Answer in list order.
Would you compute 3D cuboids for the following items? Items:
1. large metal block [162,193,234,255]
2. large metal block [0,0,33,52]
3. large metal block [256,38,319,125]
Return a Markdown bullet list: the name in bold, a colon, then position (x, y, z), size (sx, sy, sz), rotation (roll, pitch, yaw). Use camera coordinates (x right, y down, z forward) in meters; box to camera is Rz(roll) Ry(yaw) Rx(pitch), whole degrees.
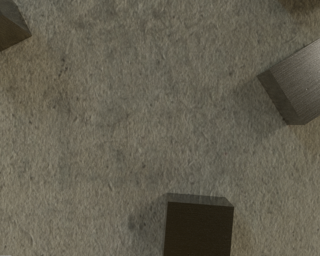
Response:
- **large metal block**: position (0.046, 0.131, 0.398), size (0.081, 0.050, 0.079), rotation (5, 90, -1)
- **large metal block**: position (-0.220, -0.129, 0.379), size (0.080, 0.080, 0.050), rotation (-27, 90, 0)
- **large metal block**: position (0.188, -0.059, 0.400), size (0.080, 0.050, 0.080), rotation (-32, 90, 0)
